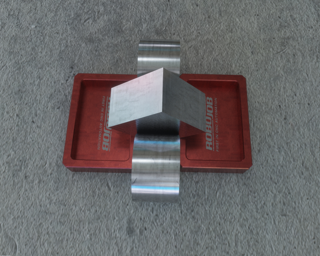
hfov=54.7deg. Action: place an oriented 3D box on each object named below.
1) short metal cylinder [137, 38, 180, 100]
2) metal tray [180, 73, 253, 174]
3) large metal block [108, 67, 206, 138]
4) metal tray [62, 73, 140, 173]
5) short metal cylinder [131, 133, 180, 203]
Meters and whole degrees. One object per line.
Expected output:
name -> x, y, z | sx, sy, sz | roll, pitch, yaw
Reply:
short metal cylinder -> -0.001, -0.076, 0.408 | 0.050, 0.080, 0.080 | 2, 70, 1
metal tray -> 0.069, -0.007, 0.410 | 0.091, 0.030, 0.130 | 2, 70, 0
large metal block -> -0.002, -0.021, 0.366 | 0.080, 0.080, 0.050 | -14, 65, 38
metal tray -> -0.072, -0.008, 0.409 | 0.091, 0.030, 0.130 | 2, 70, 0
short metal cylinder -> -0.004, 0.047, 0.363 | 0.050, 0.080, 0.080 | 2, 70, 1
